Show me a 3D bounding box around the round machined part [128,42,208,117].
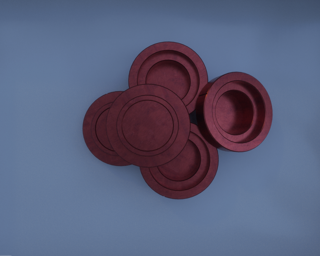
[{"bbox_3d":[0.010,-0.058,0.402,0.099,0.042,0.097,0,90,-1],"label":"round machined part"}]

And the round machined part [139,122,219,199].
[{"bbox_3d":[0.023,0.039,0.401,0.099,0.042,0.097,0,90,-1],"label":"round machined part"}]

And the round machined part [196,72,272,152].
[{"bbox_3d":[0.089,-0.019,0.392,0.099,0.042,0.097,1,87,-21],"label":"round machined part"}]

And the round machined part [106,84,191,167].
[{"bbox_3d":[-0.013,-0.003,0.358,0.099,0.042,0.097,0,90,-1],"label":"round machined part"}]

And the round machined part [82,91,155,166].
[{"bbox_3d":[-0.051,0.001,0.399,0.099,0.042,0.097,0,90,-1],"label":"round machined part"}]
